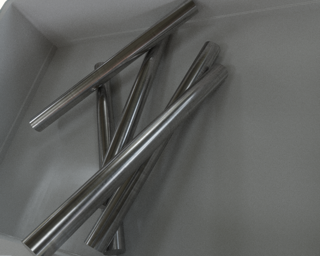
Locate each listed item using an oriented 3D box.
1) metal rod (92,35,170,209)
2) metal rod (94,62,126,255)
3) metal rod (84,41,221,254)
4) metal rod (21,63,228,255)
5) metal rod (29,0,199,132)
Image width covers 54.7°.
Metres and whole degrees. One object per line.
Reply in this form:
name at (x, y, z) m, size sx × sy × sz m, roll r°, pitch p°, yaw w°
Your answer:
metal rod at (-0.033, -0.036, 0.427) m, size 0.025 × 0.025 × 0.300 m, roll 0°, pitch 56°, yaw 28°
metal rod at (-0.074, 0.019, 0.433) m, size 0.025 × 0.025 × 0.299 m, roll -22°, pitch 53°, yaw 15°
metal rod at (0.002, 0.007, 0.383) m, size 0.025 × 0.025 × 0.300 m, roll 16°, pitch 64°, yaw 34°
metal rod at (-0.010, 0.011, 0.327) m, size 0.025 × 0.025 × 0.302 m, roll 18°, pitch 46°, yaw 35°
metal rod at (-0.073, -0.090, 0.463) m, size 0.300 × 0.025 × 0.025 m, roll -35°, pitch 51°, yaw 8°
